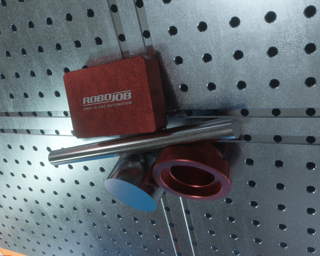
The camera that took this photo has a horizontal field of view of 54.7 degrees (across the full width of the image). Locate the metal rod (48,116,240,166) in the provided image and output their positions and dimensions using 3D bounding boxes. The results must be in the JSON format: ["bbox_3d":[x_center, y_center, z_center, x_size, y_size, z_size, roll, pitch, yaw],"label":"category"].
[{"bbox_3d":[-0.043,0.023,0.413,0.300,0.025,0.025,-11,113,32],"label":"metal rod"}]

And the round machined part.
[{"bbox_3d":[0.043,0.051,0.393,0.098,0.042,0.097,11,143,9],"label":"round machined part"}]

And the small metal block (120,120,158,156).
[{"bbox_3d":[-0.029,0.014,0.445,0.050,0.025,0.050,17,125,18],"label":"small metal block"}]

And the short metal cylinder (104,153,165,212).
[{"bbox_3d":[-0.031,0.076,0.441,0.080,0.050,0.080,19,145,14],"label":"short metal cylinder"}]

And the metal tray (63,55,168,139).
[{"bbox_3d":[-0.060,-0.036,0.397,0.130,0.030,0.089,-5,97,29],"label":"metal tray"}]
